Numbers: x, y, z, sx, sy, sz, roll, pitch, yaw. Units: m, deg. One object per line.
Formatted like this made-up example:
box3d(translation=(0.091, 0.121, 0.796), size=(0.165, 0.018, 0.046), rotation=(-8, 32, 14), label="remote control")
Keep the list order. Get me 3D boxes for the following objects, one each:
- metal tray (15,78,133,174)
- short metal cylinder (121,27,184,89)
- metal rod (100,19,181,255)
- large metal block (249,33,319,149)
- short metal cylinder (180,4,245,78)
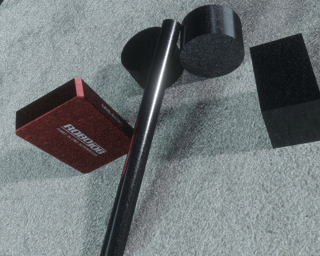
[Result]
box3d(translation=(-0.097, 0.005, 0.384), size=(0.090, 0.130, 0.030), rotation=(-27, 53, 11), label="metal tray")
box3d(translation=(-0.010, -0.101, 0.455), size=(0.080, 0.050, 0.080), rotation=(-13, 56, 21), label="short metal cylinder")
box3d(translation=(-0.020, 0.006, 0.375), size=(0.025, 0.025, 0.299), rotation=(7, 76, 31), label="metal rod")
box3d(translation=(0.131, -0.035, 0.321), size=(0.050, 0.080, 0.080), rotation=(-13, 57, 21), label="large metal block")
box3d(translation=(0.066, -0.110, 0.401), size=(0.080, 0.080, 0.050), rotation=(-11, 57, 22), label="short metal cylinder")
